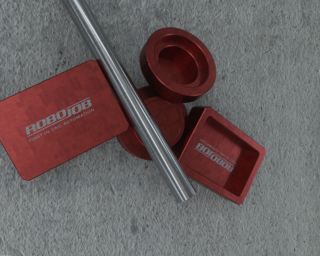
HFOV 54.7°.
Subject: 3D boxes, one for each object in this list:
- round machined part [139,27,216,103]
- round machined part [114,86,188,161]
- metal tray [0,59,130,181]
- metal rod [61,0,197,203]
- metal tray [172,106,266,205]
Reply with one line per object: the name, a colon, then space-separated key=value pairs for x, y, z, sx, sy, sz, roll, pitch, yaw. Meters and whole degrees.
round machined part: x=0.019 y=-0.076 z=0.397 sx=0.099 sy=0.042 sz=0.098 roll=11 pitch=64 yaw=-23
round machined part: x=-0.007 y=-0.006 z=0.399 sx=0.099 sy=0.042 sz=0.097 roll=0 pitch=90 yaw=-20
metal tray: x=-0.113 y=-0.010 z=0.355 sx=0.131 sy=0.030 sz=0.090 roll=-28 pitch=97 yaw=-9
metal rod: x=-0.044 y=-0.051 z=0.358 sx=0.025 sy=0.025 sz=0.299 roll=-29 pitch=87 yaw=-18
metal tray: x=0.080 y=0.039 z=0.426 sx=0.130 sy=0.030 sz=0.090 roll=33 pitch=79 yaw=-28
